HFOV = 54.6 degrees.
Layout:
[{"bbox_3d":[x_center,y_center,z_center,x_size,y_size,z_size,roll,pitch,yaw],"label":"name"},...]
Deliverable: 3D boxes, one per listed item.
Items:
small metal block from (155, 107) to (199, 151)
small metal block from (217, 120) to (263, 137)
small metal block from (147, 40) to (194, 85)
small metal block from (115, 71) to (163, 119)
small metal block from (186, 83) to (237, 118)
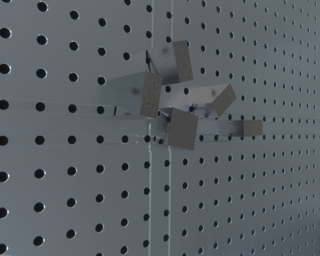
[{"bbox_3d":[0.024,0.002,0.428,0.050,0.025,0.050,15,80,-39],"label":"small metal block"},{"bbox_3d":[0.129,0.000,0.499,0.050,0.050,0.025,-3,92,-40],"label":"small metal block"},{"bbox_3d":[0.013,-0.083,0.402,0.025,0.050,0.050,-19,103,-38],"label":"small metal block"},{"bbox_3d":[-0.026,-0.037,0.370,0.025,0.050,0.050,13,82,-39],"label":"small metal block"},{"bbox_3d":[0.075,-0.039,0.454,0.050,0.050,0.025,-44,117,-31],"label":"small metal block"}]
